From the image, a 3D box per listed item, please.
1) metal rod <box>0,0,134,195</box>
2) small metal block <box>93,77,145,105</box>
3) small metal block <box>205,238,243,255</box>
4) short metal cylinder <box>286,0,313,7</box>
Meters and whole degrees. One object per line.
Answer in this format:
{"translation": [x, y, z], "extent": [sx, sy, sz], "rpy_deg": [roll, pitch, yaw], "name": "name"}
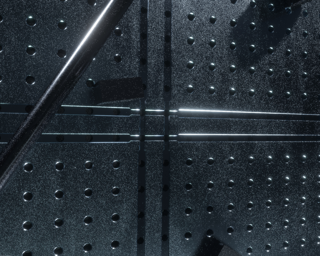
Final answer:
{"translation": [-0.116, -0.053, 0.370], "extent": [0.025, 0.025, 0.300], "rpy_deg": [35, 79, -17], "name": "metal rod"}
{"translation": [-0.052, -0.045, 0.381], "extent": [0.050, 0.050, 0.025], "rpy_deg": [-9, 94, -20], "name": "small metal block"}
{"translation": [0.092, 0.198, 0.449], "extent": [0.050, 0.025, 0.050], "rpy_deg": [37, 78, -17], "name": "small metal block"}
{"translation": [0.230, -0.224, 0.470], "extent": [0.081, 0.080, 0.050], "rpy_deg": [-22, 98, -19], "name": "short metal cylinder"}
